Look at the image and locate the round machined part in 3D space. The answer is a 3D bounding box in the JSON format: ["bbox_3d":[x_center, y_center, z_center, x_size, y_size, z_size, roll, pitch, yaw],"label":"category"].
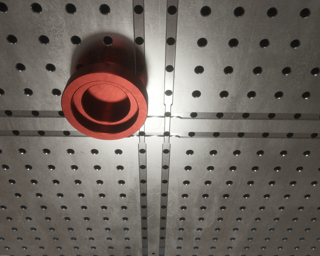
[{"bbox_3d":[-0.063,-0.035,0.370,0.099,0.042,0.097,-1,130,0],"label":"round machined part"}]
